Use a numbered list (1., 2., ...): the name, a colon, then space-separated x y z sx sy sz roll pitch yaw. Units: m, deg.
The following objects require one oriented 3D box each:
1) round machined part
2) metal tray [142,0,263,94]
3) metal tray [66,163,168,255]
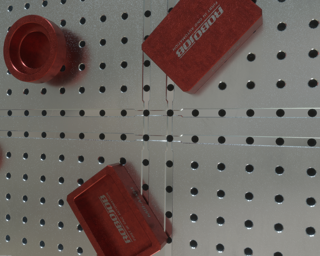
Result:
1. round machined part: -0.182 -0.116 0.468 0.098 0.042 0.097 0 90 20
2. metal tray: 0.051 -0.119 0.392 0.130 0.030 0.090 -46 76 14
3. metal tray: -0.061 0.126 0.431 0.090 0.030 0.130 -37 78 16
